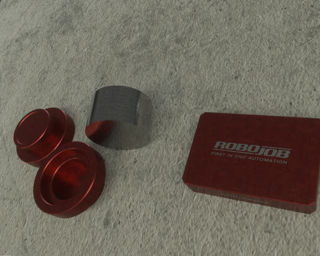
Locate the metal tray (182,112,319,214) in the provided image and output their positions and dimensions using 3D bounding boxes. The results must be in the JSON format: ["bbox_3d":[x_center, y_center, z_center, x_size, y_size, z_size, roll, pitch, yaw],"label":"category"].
[{"bbox_3d":[0.098,0.032,0.330,0.130,0.030,0.090,5,64,30],"label":"metal tray"}]

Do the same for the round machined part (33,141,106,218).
[{"bbox_3d":[-0.113,0.070,0.407,0.098,0.042,0.098,-13,56,20],"label":"round machined part"}]

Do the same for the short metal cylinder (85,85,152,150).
[{"bbox_3d":[-0.052,-0.011,0.401,0.080,0.080,0.050,-9,58,23],"label":"short metal cylinder"}]

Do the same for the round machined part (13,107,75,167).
[{"bbox_3d":[-0.186,0.009,0.483,0.098,0.042,0.098,-13,56,20],"label":"round machined part"}]
